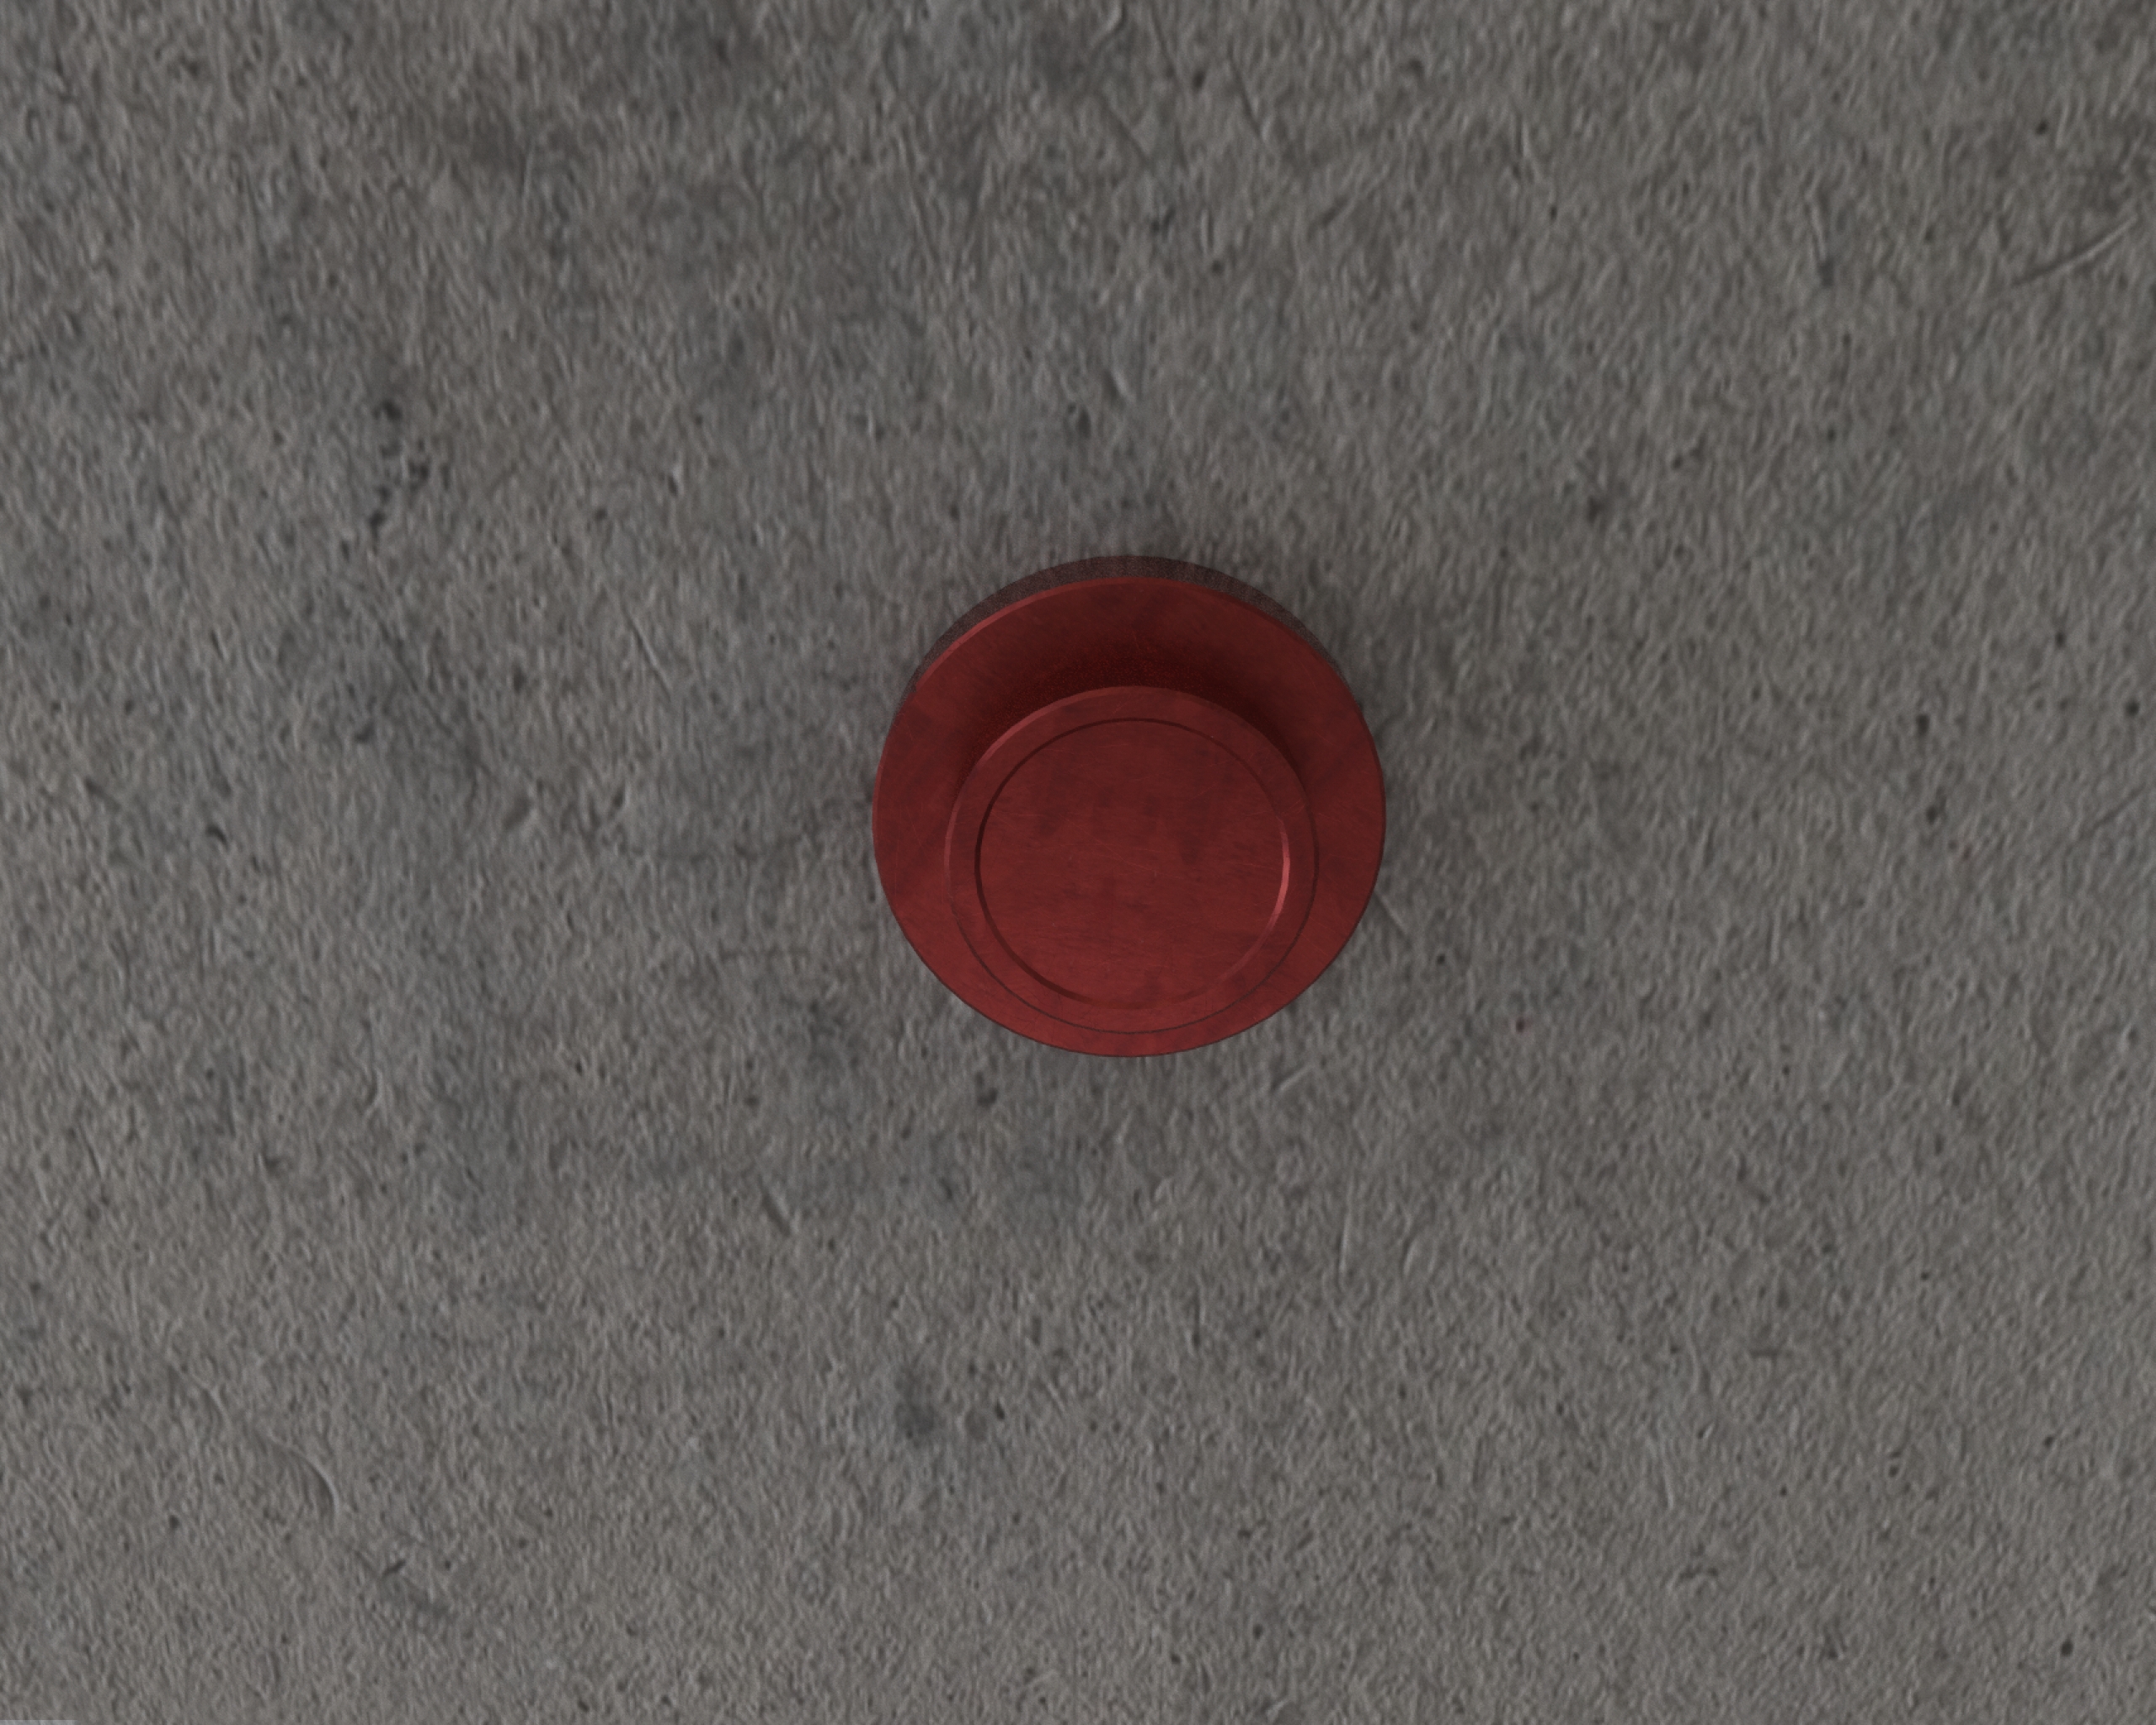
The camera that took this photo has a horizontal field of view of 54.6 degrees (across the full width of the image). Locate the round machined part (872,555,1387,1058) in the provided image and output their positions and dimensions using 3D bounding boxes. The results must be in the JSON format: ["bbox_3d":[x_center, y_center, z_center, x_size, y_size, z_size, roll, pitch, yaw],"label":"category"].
[{"bbox_3d":[0.010,-0.006,0.398,0.099,0.042,0.097,0,110,0],"label":"round machined part"}]
